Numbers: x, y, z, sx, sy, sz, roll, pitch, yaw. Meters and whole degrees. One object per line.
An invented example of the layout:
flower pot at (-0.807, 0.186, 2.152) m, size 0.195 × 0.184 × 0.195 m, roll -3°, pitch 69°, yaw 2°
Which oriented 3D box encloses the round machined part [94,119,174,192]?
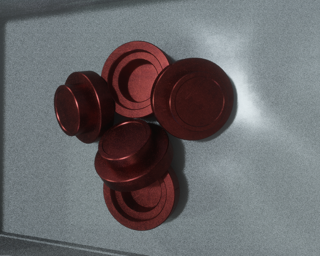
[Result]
round machined part at (-0.036, 0.026, 0.382) m, size 0.098 × 0.098 × 0.042 m, roll -7°, pitch 132°, yaw 20°

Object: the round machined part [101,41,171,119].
round machined part at (-0.024, -0.061, 0.407) m, size 0.098 × 0.042 × 0.097 m, roll 0°, pitch 90°, yaw 20°

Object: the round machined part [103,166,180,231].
round machined part at (-0.021, 0.080, 0.406) m, size 0.098 × 0.042 × 0.097 m, roll 0°, pitch 90°, yaw 20°

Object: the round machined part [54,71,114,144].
round machined part at (-0.107, -0.026, 0.414) m, size 0.098 × 0.042 × 0.097 m, roll 17°, pitch 113°, yaw 44°

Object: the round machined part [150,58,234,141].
round machined part at (0.040, -0.033, 0.361) m, size 0.099 × 0.042 × 0.097 m, roll -2°, pitch 101°, yaw -10°
